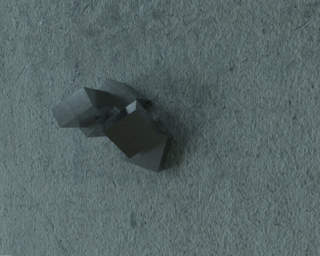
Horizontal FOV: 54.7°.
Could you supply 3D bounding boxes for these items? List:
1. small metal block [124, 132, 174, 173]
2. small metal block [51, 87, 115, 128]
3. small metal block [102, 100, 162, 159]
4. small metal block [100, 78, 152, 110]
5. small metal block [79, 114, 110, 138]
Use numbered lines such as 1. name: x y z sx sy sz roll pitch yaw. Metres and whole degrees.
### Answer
1. small metal block: -0.015 0.027 0.415 0.050 0.025 0.050 17 96 18
2. small metal block: -0.092 -0.023 0.375 0.050 0.050 0.025 -31 80 17
3. small metal block: -0.033 0.002 0.381 0.050 0.025 0.050 -33 117 17
4. small metal block: -0.046 -0.040 0.412 0.050 0.050 0.025 34 101 16
5. small metal block: -0.095 -0.014 0.429 0.025 0.050 0.050 -47 76 14
